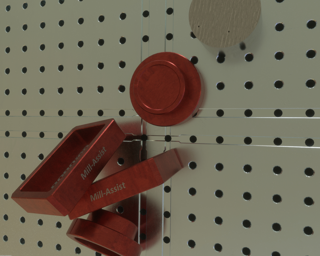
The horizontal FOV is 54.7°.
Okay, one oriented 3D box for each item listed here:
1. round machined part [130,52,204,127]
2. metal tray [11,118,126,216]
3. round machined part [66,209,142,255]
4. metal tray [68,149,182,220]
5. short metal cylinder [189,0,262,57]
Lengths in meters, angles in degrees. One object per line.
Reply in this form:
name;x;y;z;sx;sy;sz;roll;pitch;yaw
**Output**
round machined part;0.005;-0.050;0.401;0.098;0.042;0.097;0;90;19
metal tray;-0.110;0.045;0.386;0.090;0.130;0.030;-9;125;40
round machined part;-0.068;0.139;0.407;0.098;0.098;0.042;12;59;19
metal tray;-0.045;0.069;0.392;0.130;0.090;0.030;-25;86;18
short metal cylinder;0.080;-0.130;0.371;0.080;0.050;0.079;0;90;19
